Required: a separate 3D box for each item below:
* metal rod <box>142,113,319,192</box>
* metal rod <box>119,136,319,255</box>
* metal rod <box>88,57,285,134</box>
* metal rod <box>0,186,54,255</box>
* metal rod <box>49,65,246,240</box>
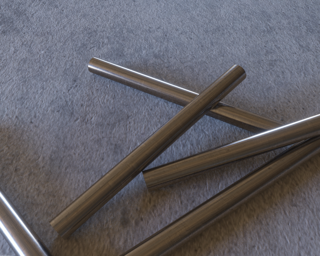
[{"bbox_3d":[0.126,0.017,0.369,0.302,0.025,0.025,-17,52,-7],"label":"metal rod"},{"bbox_3d":[0.080,0.076,0.340,0.302,0.025,0.025,-26,55,-21],"label":"metal rod"},{"bbox_3d":[0.029,-0.045,0.441,0.301,0.025,0.025,22,53,17],"label":"metal rod"},{"bbox_3d":[-0.182,0.076,0.336,0.300,0.025,0.025,37,59,26],"label":"metal rod"},{"bbox_3d":[0.002,0.014,0.371,0.301,0.025,0.025,-40,61,-22],"label":"metal rod"}]
